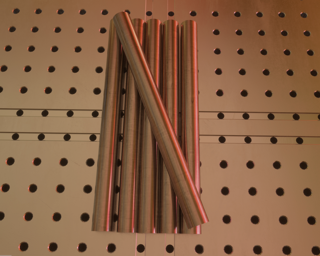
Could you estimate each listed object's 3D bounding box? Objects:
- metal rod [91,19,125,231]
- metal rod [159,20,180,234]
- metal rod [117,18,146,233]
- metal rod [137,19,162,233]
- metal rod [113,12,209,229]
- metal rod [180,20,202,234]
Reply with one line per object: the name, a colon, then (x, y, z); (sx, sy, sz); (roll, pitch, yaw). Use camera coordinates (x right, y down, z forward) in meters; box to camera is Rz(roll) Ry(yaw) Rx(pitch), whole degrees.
metal rod: (-0.066, -0.018, 0.417); (0.025, 0.025, 0.299); (1, 70, 0)
metal rod: (0.014, -0.016, 0.418); (0.025, 0.025, 0.299); (1, 70, 0)
metal rod: (-0.036, -0.017, 0.417); (0.025, 0.025, 0.299); (1, 70, 0)
metal rod: (-0.012, -0.016, 0.417); (0.025, 0.025, 0.299); (1, 70, 0)
metal rod: (-0.006, -0.024, 0.394); (0.025, 0.025, 0.299); (-18, 71, -6)
metal rod: (0.040, -0.015, 0.418); (0.025, 0.025, 0.299); (1, 70, 0)
